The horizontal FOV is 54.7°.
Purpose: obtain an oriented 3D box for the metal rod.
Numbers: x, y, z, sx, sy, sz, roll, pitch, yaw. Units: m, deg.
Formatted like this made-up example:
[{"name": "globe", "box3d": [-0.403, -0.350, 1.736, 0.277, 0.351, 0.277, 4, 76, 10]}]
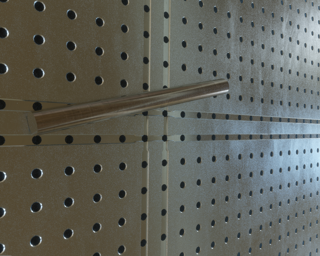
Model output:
[{"name": "metal rod", "box3d": [-0.013, -0.035, 0.400, 0.302, 0.025, 0.025, -16, 100, -39]}]
